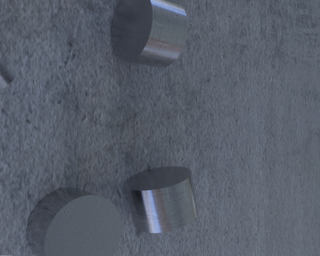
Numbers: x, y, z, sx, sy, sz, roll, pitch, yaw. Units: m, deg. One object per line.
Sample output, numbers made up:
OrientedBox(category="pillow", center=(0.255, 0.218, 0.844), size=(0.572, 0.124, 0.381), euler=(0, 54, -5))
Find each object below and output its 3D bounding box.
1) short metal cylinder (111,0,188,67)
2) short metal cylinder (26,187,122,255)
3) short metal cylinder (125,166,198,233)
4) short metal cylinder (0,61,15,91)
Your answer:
OrientedBox(category="short metal cylinder", center=(-0.014, -0.113, 0.359), size=(0.050, 0.080, 0.079), euler=(0, 90, -40))
OrientedBox(category="short metal cylinder", center=(-0.087, 0.105, 0.317), size=(0.081, 0.050, 0.079), euler=(0, 90, -40))
OrientedBox(category="short metal cylinder", center=(0.002, 0.083, 0.373), size=(0.081, 0.080, 0.050), euler=(-18, 102, -39))
OrientedBox(category="short metal cylinder", center=(-0.162, -0.035, 0.234), size=(0.080, 0.080, 0.050), euler=(-49, 120, -29))
